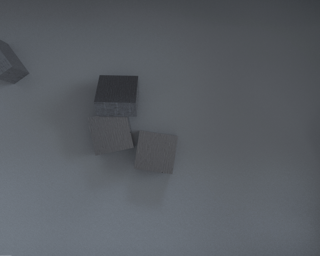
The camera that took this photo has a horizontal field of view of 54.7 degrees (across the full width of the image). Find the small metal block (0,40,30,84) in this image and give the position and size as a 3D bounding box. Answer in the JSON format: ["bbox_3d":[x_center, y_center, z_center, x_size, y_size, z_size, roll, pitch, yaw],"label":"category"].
[{"bbox_3d":[-0.202,-0.087,0.396,0.025,0.050,0.050,-36,90,0],"label":"small metal block"}]

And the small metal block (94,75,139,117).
[{"bbox_3d":[-0.054,-0.042,0.397,0.050,0.025,0.050,1,50,-1],"label":"small metal block"}]

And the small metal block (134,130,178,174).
[{"bbox_3d":[-0.005,0.031,0.411,0.050,0.025,0.050,9,90,-1],"label":"small metal block"}]

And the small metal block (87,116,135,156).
[{"bbox_3d":[-0.064,0.006,0.411,0.050,0.025,0.050,-12,90,-1],"label":"small metal block"}]
